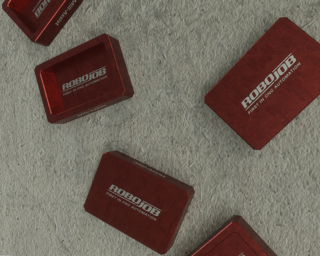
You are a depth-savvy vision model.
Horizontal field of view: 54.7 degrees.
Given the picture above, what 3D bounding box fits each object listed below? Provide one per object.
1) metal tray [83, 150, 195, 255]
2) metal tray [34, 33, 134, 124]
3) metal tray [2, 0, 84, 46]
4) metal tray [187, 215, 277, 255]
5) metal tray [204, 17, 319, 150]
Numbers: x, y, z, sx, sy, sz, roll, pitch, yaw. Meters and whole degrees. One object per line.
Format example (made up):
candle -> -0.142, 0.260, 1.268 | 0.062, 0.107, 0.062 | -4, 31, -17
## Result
metal tray -> -0.030, 0.096, 0.417 | 0.130, 0.030, 0.089 | 24, 98, 18
metal tray -> -0.111, -0.067, 0.445 | 0.130, 0.030, 0.090 | -19, 84, 19
metal tray -> -0.168, -0.201, 0.465 | 0.090, 0.030, 0.130 | 47, 104, 14
metal tray -> 0.078, 0.183, 0.378 | 0.130, 0.030, 0.090 | -46, 76, 14
metal tray -> 0.128, -0.049, 0.361 | 0.090, 0.030, 0.130 | 46, 104, 14
